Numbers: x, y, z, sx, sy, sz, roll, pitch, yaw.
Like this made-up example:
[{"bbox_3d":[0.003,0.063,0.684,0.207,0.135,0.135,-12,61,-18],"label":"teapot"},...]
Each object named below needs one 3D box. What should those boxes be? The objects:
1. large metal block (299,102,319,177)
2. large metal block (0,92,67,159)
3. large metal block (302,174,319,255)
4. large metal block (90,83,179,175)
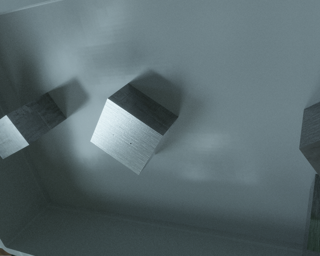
[{"bbox_3d":[0.180,0.001,0.279,0.080,0.080,0.050,-32,100,38],"label":"large metal block"},{"bbox_3d":[-0.208,-0.004,0.477,0.080,0.080,0.050,-23,106,36],"label":"large metal block"},{"bbox_3d":[0.199,0.101,0.322,0.080,0.080,0.050,9,154,23],"label":"large metal block"},{"bbox_3d":[-0.035,0.002,0.411,0.080,0.050,0.079,34,129,5],"label":"large metal block"}]
